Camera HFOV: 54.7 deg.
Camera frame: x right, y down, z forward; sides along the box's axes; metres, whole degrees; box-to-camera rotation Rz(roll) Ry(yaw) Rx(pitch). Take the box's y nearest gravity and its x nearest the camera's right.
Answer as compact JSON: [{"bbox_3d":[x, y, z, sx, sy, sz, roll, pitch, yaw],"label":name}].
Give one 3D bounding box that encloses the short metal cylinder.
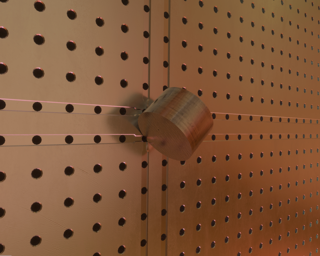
[{"bbox_3d":[0.019,-0.005,0.391,0.050,0.080,0.080,-48,119,-29],"label":"short metal cylinder"}]
